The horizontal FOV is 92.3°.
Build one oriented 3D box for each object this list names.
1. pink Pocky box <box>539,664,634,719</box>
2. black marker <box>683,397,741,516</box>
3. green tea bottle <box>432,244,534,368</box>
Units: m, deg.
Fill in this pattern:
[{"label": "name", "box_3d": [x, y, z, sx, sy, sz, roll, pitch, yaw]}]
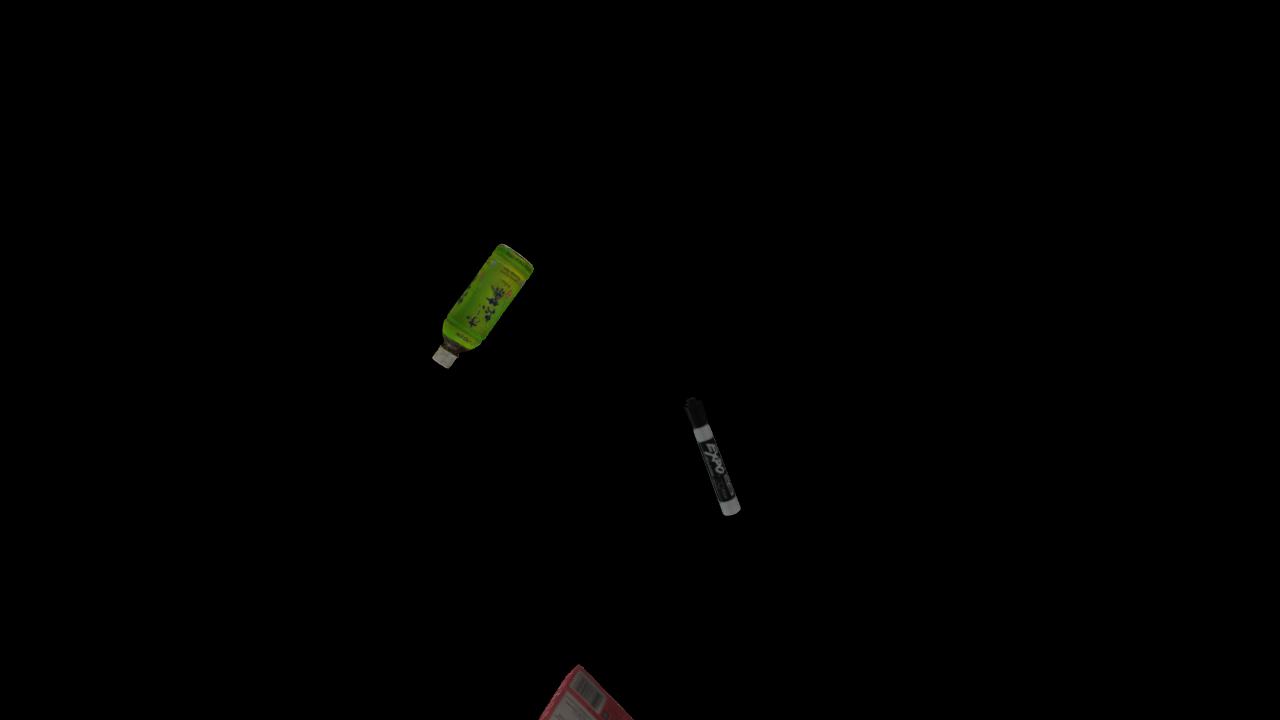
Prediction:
[{"label": "pink Pocky box", "box_3d": [-0.067, 0.372, 0.573, 0.084, 0.029, 0.155, 43, 24, 5]}, {"label": "black marker", "box_3d": [0.070, 0.093, 0.598, 0.020, 0.121, 0.020, -20, 7, 3]}, {"label": "green tea bottle", "box_3d": [-0.253, -0.080, 0.972, 0.073, 0.212, 0.073, 33, -4, 2]}]
